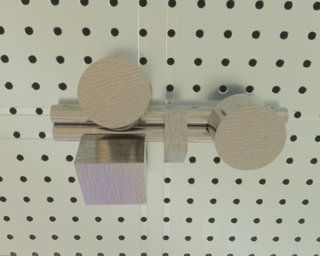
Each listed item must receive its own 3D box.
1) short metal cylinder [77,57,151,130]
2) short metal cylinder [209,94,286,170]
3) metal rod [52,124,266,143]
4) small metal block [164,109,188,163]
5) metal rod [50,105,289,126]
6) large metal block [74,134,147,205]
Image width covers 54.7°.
[{"bbox_3d":[-0.051,-0.038,0.366,0.081,0.050,0.080,0,86,-1],"label":"short metal cylinder"},{"bbox_3d":[0.102,0.004,0.372,0.081,0.050,0.079,0,110,0],"label":"short metal cylinder"},{"bbox_3d":[0.012,0.007,0.412,0.302,0.025,0.025,1,110,-1],"label":"metal rod"},{"bbox_3d":[0.018,0.011,0.370,0.025,0.050,0.050,1,68,-1],"label":"small metal block"},{"bbox_3d":[0.013,-0.017,0.404,0.302,0.025,0.025,1,110,-1],"label":"metal rod"},{"bbox_3d":[-0.059,0.055,0.401,0.081,0.050,0.079,-1,130,0],"label":"large metal block"}]
